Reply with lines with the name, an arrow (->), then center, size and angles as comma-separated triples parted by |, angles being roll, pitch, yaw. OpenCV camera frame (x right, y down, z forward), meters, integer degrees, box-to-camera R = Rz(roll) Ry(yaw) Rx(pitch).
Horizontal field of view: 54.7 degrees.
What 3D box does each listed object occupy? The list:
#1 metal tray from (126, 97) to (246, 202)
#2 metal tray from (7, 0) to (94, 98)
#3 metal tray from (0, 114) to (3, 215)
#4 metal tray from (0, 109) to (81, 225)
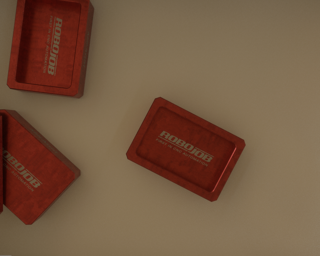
metal tray -> 0.033, 0.027, 0.409 | 0.130, 0.030, 0.090 | 27, 90, -1
metal tray -> -0.142, -0.109, 0.406 | 0.091, 0.030, 0.129 | 7, 90, -1
metal tray -> -0.243, 0.044, 0.386 | 0.090, 0.030, 0.129 | 2, 93, 19
metal tray -> -0.184, 0.050, 0.407 | 0.130, 0.030, 0.090 | 43, 90, -1
